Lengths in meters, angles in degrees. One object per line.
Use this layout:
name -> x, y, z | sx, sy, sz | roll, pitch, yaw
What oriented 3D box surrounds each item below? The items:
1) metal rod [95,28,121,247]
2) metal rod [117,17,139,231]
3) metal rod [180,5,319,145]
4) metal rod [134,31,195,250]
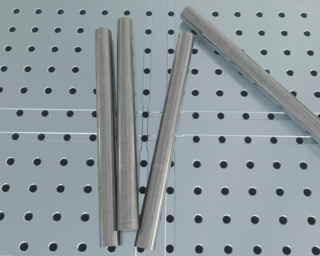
metal rod -> -0.071, -0.002, 0.412 | 0.025, 0.025, 0.299 | -5, 70, -2
metal rod -> -0.045, -0.021, 0.412 | 0.025, 0.025, 0.299 | -3, 68, -1
metal rod -> 0.139, -0.072, 0.438 | 0.025, 0.025, 0.300 | -40, 75, -13
metal rod -> 0.011, 0.002, 0.411 | 0.025, 0.025, 0.299 | 11, 70, 4
